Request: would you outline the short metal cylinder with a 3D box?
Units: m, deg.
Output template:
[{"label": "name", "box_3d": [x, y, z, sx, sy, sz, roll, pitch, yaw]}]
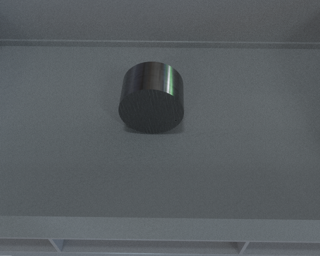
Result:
[{"label": "short metal cylinder", "box_3d": [-0.010, -0.038, 0.397, 0.080, 0.080, 0.050, 1, 50, 1]}]
